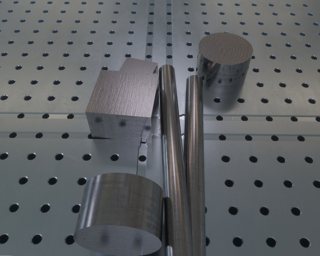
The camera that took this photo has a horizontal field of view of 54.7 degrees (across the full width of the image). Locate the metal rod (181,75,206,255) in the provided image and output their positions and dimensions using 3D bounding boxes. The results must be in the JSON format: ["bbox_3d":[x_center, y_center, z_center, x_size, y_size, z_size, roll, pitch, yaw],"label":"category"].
[{"bbox_3d":[0.040,0.044,0.370,0.025,0.025,0.300,3,50,3],"label":"metal rod"}]

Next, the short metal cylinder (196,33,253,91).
[{"bbox_3d":[0.098,-0.103,0.479,0.081,0.050,0.080,0,50,0],"label":"short metal cylinder"}]

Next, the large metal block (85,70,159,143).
[{"bbox_3d":[-0.046,-0.031,0.417,0.080,0.050,0.080,5,50,4],"label":"large metal block"}]

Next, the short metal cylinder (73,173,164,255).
[{"bbox_3d":[-0.037,0.086,0.300,0.080,0.080,0.050,2,50,2],"label":"short metal cylinder"}]

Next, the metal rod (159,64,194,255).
[{"bbox_3d":[0.014,0.018,0.377,0.025,0.025,0.300,-1,45,-1],"label":"metal rod"}]

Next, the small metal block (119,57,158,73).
[{"bbox_3d":[-0.034,-0.079,0.474,0.050,0.025,0.050,13,51,11],"label":"small metal block"}]
